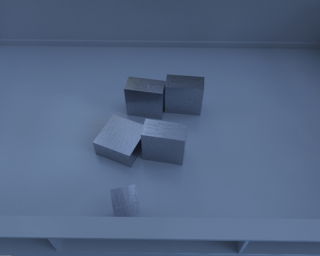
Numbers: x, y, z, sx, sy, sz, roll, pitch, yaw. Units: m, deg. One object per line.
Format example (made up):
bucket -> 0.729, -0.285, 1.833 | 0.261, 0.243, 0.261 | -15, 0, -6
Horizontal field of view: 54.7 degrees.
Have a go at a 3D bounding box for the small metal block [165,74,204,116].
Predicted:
small metal block -> 0.033, -0.045, 0.427 | 0.050, 0.050, 0.025 | 5, 50, 4

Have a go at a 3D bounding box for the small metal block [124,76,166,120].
small metal block -> -0.019, -0.040, 0.422 | 0.050, 0.050, 0.025 | 8, 51, 6

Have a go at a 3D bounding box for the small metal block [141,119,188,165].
small metal block -> 0.005, 0.018, 0.374 | 0.050, 0.050, 0.025 | 8, 51, 6

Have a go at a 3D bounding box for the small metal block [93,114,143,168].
small metal block -> -0.048, 0.016, 0.392 | 0.050, 0.025, 0.050 | 19, 52, 15

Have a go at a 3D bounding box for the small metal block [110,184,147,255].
small metal block -> -0.031, 0.093, 0.310 | 0.025, 0.050, 0.050 | -11, 51, -9
